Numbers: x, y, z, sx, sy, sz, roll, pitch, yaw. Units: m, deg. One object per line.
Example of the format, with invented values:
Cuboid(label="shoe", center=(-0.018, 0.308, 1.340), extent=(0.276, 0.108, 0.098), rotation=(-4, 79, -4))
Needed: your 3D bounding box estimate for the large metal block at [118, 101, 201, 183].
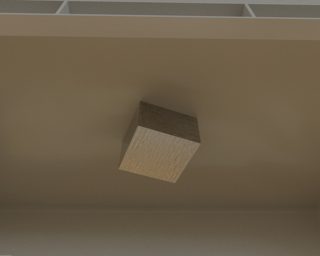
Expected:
Cuboid(label="large metal block", center=(-0.002, 0.020, 0.410), extent=(0.080, 0.050, 0.080), rotation=(16, 128, -14))
